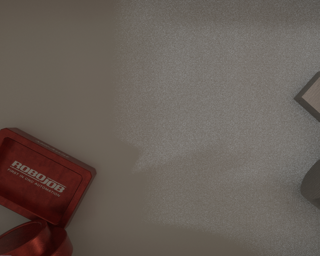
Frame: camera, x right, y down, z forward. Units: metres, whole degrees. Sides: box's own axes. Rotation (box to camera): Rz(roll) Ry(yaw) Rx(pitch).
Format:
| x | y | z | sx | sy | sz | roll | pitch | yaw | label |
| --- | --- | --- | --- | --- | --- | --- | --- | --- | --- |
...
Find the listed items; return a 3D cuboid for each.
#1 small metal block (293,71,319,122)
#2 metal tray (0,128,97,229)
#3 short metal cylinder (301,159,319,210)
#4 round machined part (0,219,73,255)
| x | y | z | sx | sy | sz | roll | pitch | yaw | label |
| --- | --- | --- | --- | --- | --- | --- | --- | --- | --- |
| 0.219 | -0.042 | 0.414 | 0.050 | 0.025 | 0.050 | 42 | 90 | -1 | small metal block |
| -0.163 | 0.067 | 0.406 | 0.130 | 0.030 | 0.090 | 28 | 90 | -1 | metal tray |
| 0.226 | 0.072 | 0.387 | 0.050 | 0.080 | 0.080 | 40 | 90 | -1 | short metal cylinder |
| -0.152 | 0.139 | 0.345 | 0.099 | 0.098 | 0.042 | -19 | 101 | 0 | round machined part |
